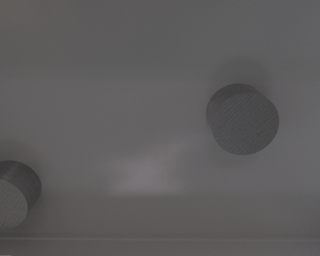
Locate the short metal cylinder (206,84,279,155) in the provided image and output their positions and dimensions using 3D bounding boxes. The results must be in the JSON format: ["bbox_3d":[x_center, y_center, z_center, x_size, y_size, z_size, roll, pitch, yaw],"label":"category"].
[{"bbox_3d":[0.102,-0.012,0.394,0.081,0.050,0.079,0,110,0],"label":"short metal cylinder"}]

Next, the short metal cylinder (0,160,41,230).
[{"bbox_3d":[-0.214,0.092,0.430,0.081,0.050,0.079,0,110,0],"label":"short metal cylinder"}]
